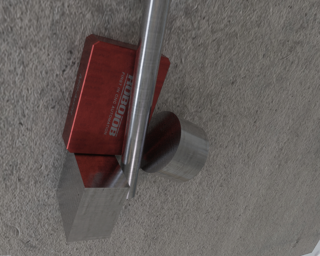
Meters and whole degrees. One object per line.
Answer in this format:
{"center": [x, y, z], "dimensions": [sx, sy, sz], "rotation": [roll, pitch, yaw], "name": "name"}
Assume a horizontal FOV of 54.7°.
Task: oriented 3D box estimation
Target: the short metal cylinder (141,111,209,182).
{"center": [0.015, 0.024, 0.395], "dimensions": [0.050, 0.080, 0.080], "rotation": [25, 105, -37], "name": "short metal cylinder"}

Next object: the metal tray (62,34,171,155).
{"center": [-0.052, -0.031, 0.356], "dimensions": [0.091, 0.030, 0.129], "rotation": [6, 115, -31], "name": "metal tray"}

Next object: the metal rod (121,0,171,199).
{"center": [-0.017, -0.048, 0.328], "dimensions": [0.025, 0.025, 0.298], "rotation": [-3, 120, -27], "name": "metal rod"}

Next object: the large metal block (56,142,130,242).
{"center": [-0.083, 0.074, 0.368], "dimensions": [0.050, 0.080, 0.079], "rotation": [7, 119, -31], "name": "large metal block"}
